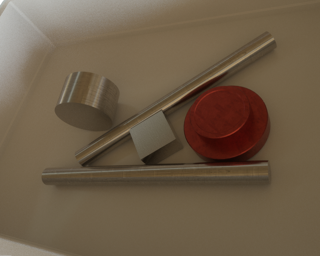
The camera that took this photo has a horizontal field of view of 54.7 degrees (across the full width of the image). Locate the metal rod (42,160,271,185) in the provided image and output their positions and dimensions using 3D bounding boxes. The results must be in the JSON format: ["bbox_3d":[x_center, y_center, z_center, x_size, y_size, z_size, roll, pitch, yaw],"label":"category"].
[{"bbox_3d":[-0.024,0.057,0.380,0.301,0.025,0.025,-5,60,25],"label":"metal rod"}]

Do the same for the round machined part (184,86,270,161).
[{"bbox_3d":[0.073,-0.010,0.358,0.098,0.042,0.098,-13,56,20],"label":"round machined part"}]

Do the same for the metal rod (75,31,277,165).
[{"bbox_3d":[0.016,-0.035,0.416,0.300,0.025,0.025,-32,52,7],"label":"metal rod"}]

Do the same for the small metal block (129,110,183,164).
[{"bbox_3d":[-0.006,0.014,0.396,0.050,0.025,0.050,-31,52,8],"label":"small metal block"}]

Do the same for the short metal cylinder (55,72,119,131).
[{"bbox_3d":[-0.103,-0.036,0.443,0.080,0.080,0.050,-5,60,25],"label":"short metal cylinder"}]
